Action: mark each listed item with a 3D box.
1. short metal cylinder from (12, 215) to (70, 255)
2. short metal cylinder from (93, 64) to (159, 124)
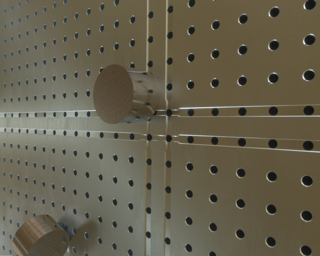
[{"bbox_3d":[-0.208,0.201,0.546,0.050,0.081,0.079,26,107,37],"label":"short metal cylinder"},{"bbox_3d":[-0.048,-0.045,0.433,0.080,0.050,0.079,0,90,40],"label":"short metal cylinder"}]
